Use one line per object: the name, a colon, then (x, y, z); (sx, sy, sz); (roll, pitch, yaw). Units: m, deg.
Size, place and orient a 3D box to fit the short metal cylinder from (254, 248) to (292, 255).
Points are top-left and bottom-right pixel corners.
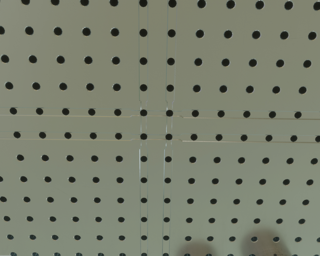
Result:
short metal cylinder: (0.185, 0.241, 0.490); (0.081, 0.050, 0.079); (0, 110, 0)
